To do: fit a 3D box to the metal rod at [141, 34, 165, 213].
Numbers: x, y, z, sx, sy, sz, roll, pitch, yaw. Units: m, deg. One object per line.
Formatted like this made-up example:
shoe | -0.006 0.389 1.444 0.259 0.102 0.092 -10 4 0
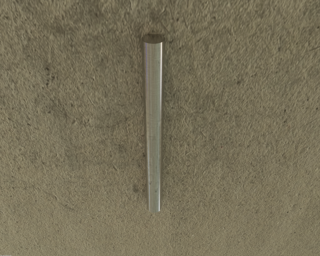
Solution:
metal rod | -0.008 0.019 0.424 0.025 0.025 0.298 0 130 -1
